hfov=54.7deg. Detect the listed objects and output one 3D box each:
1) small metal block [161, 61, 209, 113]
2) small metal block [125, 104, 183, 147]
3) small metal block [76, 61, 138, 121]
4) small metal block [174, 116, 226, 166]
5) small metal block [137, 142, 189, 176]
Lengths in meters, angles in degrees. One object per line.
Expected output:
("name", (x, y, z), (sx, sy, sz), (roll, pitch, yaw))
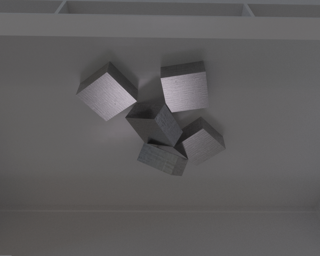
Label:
("small metal block", (0.030, -0.048, 0.368), (0.050, 0.025, 0.050), (-8, 130, 6))
("small metal block", (-0.007, -0.004, 0.390), (0.050, 0.025, 0.050), (4, 141, 42))
("small metal block", (-0.063, -0.043, 0.372), (0.050, 0.025, 0.050), (-31, 124, 23))
("small metal block", (0.053, 0.019, 0.426), (0.050, 0.025, 0.050), (-35, 122, 26))
("small metal block", (0.005, 0.043, 0.416), (0.050, 0.025, 0.050), (21, 178, 22))
